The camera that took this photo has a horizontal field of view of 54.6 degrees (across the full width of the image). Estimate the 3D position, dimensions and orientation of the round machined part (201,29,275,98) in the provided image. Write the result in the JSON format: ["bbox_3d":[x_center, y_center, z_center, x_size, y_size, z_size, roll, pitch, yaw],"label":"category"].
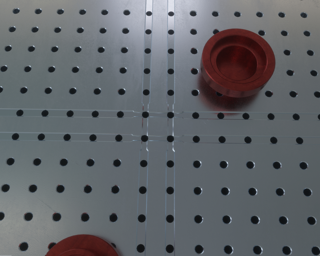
[{"bbox_3d":[0.106,-0.086,0.435,0.099,0.042,0.098,0,70,0],"label":"round machined part"}]

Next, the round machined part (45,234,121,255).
[{"bbox_3d":[-0.089,0.168,0.341,0.099,0.042,0.098,0,70,0],"label":"round machined part"}]
